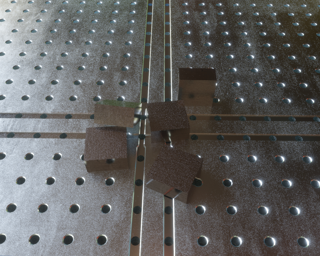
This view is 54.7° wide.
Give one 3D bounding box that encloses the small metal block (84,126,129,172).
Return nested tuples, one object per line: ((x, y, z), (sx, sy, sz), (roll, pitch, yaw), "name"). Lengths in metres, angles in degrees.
((-0.066, 0.025, 0.386), (0.050, 0.025, 0.050), (-4, 50, -4), "small metal block")

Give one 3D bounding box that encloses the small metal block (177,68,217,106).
((0.051, -0.058, 0.441), (0.050, 0.050, 0.025), (1, 50, 0), "small metal block")

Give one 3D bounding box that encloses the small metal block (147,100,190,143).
((0.010, -0.009, 0.415), (0.050, 0.025, 0.050), (-6, 50, -5), "small metal block")

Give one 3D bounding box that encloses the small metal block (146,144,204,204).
((0.018, 0.053, 0.363), (0.050, 0.025, 0.050), (20, 53, 15), "small metal block")

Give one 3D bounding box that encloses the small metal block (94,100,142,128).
((-0.054, -0.020, 0.407), (0.050, 0.025, 0.050), (7, 12, 5), "small metal block")
